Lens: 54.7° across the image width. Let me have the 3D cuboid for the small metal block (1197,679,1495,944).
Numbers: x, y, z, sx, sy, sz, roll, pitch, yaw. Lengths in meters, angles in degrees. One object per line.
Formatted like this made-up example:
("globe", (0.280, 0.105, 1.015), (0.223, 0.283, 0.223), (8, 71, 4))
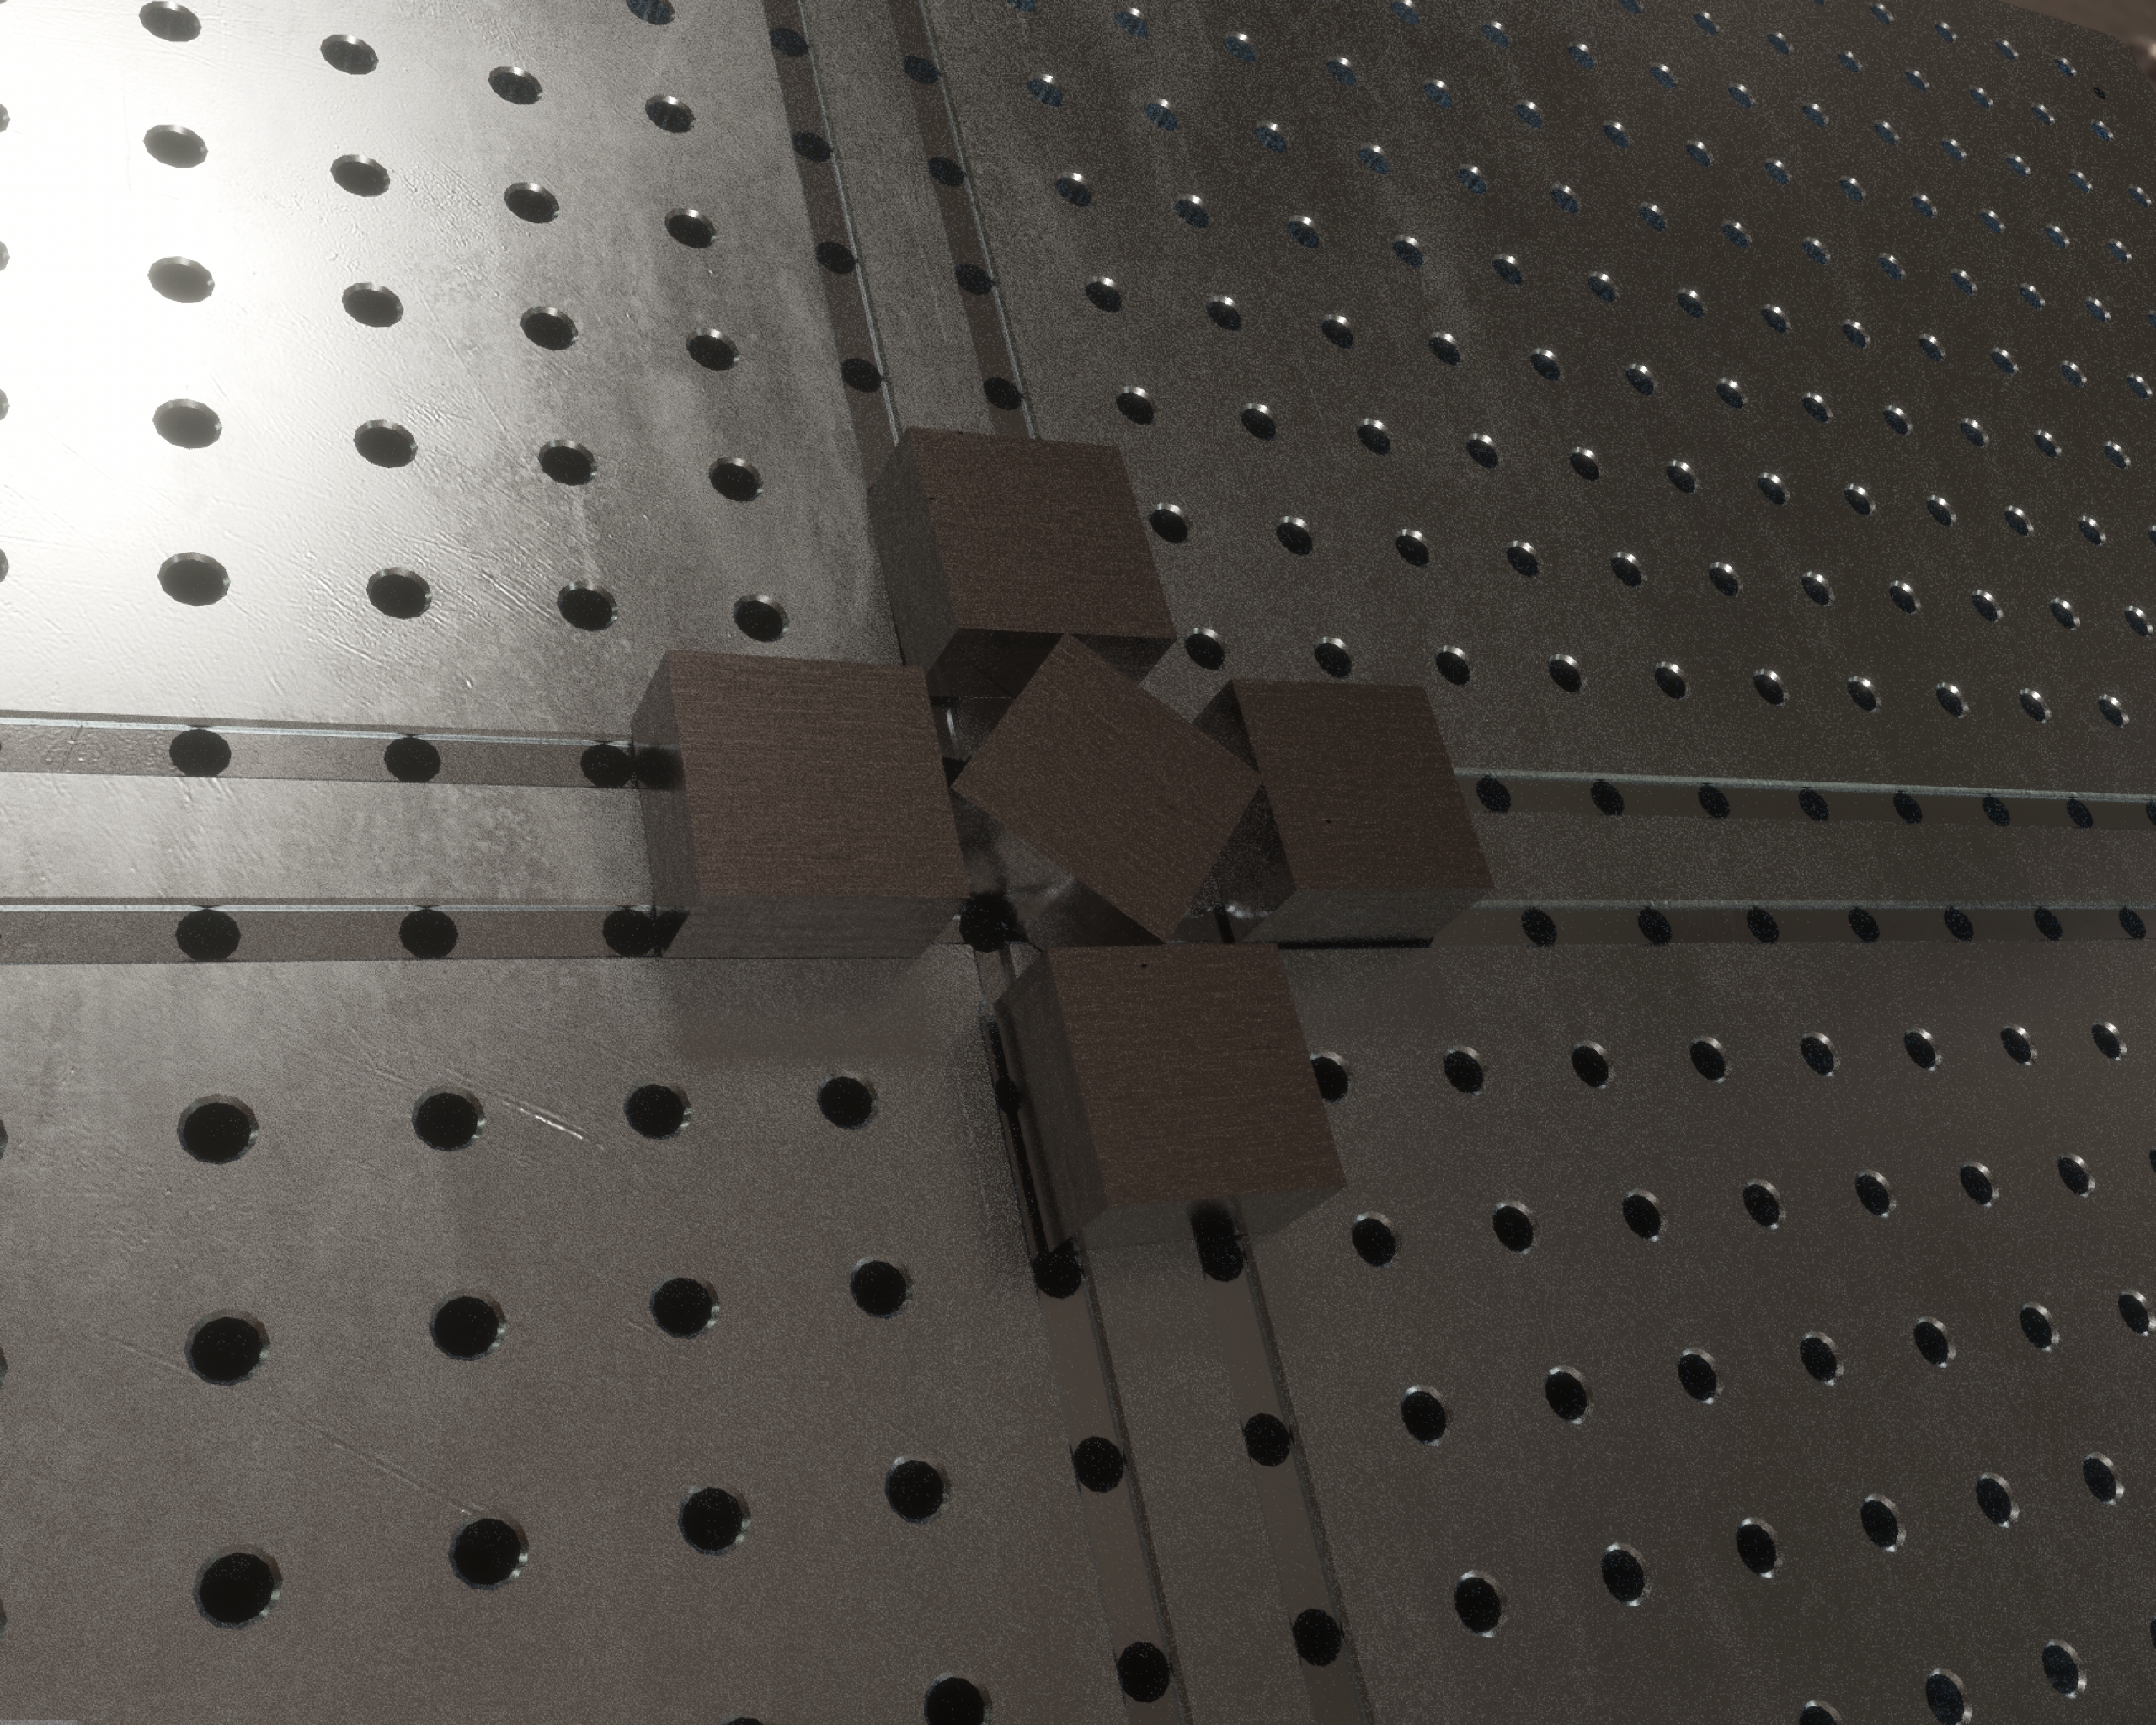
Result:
("small metal block", (0.055, -0.011, 0.446), (0.050, 0.025, 0.050), (0, 62, -29))

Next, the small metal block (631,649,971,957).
("small metal block", (-0.052, -0.010, 0.387), (0.050, 0.025, 0.050), (1, 61, -28))

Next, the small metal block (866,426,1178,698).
("small metal block", (-0.012, -0.062, 0.441), (0.050, 0.025, 0.050), (-1, 62, -29))

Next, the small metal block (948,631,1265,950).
("small metal block", (0.002, -0.010, 0.416), (0.050, 0.025, 0.050), (36, 51, -5))

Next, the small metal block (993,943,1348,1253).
("small metal block", (0.017, 0.043, 0.392), (0.050, 0.025, 0.050), (0, 62, -29))
